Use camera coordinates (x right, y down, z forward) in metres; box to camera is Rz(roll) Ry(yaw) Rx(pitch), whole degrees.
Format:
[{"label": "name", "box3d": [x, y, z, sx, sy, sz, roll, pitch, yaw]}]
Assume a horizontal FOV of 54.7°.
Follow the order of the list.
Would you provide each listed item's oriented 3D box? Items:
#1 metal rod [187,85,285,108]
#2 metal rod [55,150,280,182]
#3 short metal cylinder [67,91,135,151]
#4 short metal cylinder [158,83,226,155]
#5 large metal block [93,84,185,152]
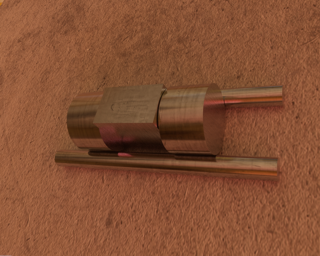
[{"label": "metal rod", "box3d": [0.008, -0.036, 0.424, 0.300, 0.025, 0.025, 0, 62, 28]}, {"label": "metal rod", "box3d": [-0.012, 0.043, 0.386, 0.300, 0.025, 0.025, 0, 62, 28]}, {"label": "short metal cylinder", "box3d": [-0.077, -0.009, 0.416, 0.050, 0.080, 0.080, -1, 61, 28]}, {"label": "short metal cylinder", "box3d": [0.039, -0.010, 0.355, 0.050, 0.080, 0.080, -1, 61, 28]}, {"label": "large metal block", "box3d": [-0.020, -0.009, 0.383, 0.080, 0.080, 0.050, 0, 62, 28]}]
